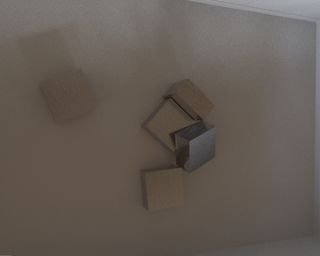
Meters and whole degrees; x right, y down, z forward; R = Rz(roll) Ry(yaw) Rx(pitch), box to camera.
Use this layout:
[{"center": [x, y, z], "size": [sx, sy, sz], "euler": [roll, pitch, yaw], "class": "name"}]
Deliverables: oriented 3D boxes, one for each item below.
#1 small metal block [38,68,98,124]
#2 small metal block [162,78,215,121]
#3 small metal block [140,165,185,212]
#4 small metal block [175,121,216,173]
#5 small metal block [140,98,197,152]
[{"center": [-0.109, -0.038, 0.370], "size": [0.050, 0.025, 0.050], "euler": [-25, 99, -18], "class": "small metal block"}, {"center": [0.037, -0.036, 0.411], "size": [0.050, 0.050, 0.025], "euler": [43, 77, -15], "class": "small metal block"}, {"center": [0.003, 0.079, 0.411], "size": [0.050, 0.025, 0.050], "euler": [-6, 92, -20], "class": "small metal block"}, {"center": [0.048, 0.024, 0.411], "size": [0.050, 0.025, 0.050], "euler": [-26, 127, -33], "class": "small metal block"}, {"center": [0.012, -0.004, 0.415], "size": [0.050, 0.025, 0.050], "euler": [43, 76, -15], "class": "small metal block"}]
